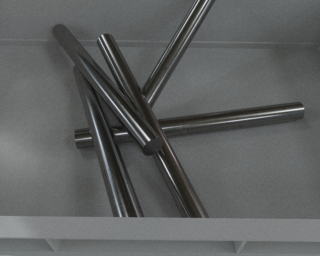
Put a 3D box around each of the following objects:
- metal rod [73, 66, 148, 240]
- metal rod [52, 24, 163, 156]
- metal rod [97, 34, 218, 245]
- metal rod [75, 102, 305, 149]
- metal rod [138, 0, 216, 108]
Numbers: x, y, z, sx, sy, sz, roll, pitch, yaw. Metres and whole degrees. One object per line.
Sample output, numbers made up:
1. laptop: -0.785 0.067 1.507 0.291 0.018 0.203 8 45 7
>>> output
1. metal rod: -0.072 -0.002 0.369 0.025 0.025 0.300 -15 41 -13
2. metal rod: -0.086 -0.069 0.418 0.025 0.025 0.300 -25 50 -20
3. metal rod: -0.015 -0.006 0.378 0.025 0.025 0.299 -20 63 -16
4. metal rod: 0.043 -0.005 0.409 0.302 0.025 0.025 -7 51 -7
5. metal rod: 0.040 -0.139 0.430 0.025 0.025 0.299 28 85 21
